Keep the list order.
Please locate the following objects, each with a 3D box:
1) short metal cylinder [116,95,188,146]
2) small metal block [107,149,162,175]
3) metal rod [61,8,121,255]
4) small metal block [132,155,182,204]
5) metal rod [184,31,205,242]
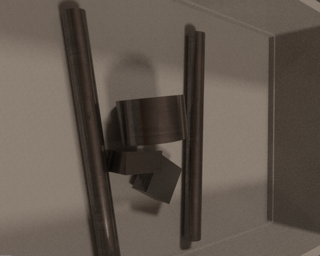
[{"bbox_3d":[-0.009,-0.011,0.365,0.081,0.080,0.050,-10,97,-40],"label":"short metal cylinder"},{"bbox_3d":[-0.033,0.038,0.365,0.050,0.050,0.025,2,89,-40],"label":"small metal block"},{"bbox_3d":[-0.074,0.023,0.345,0.025,0.025,0.298,-12,98,-40],"label":"metal rod"},{"bbox_3d":[-0.002,0.065,0.402,0.050,0.025,0.050,39,66,-43],"label":"small metal block"},{"bbox_3d":[0.050,0.011,0.450,0.025,0.025,0.298,2,89,-40],"label":"metal rod"}]
